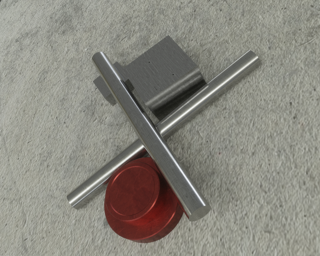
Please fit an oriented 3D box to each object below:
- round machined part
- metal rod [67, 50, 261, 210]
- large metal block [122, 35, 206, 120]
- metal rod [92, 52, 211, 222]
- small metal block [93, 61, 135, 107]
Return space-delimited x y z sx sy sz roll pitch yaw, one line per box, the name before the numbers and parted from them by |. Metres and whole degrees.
round machined part | -0.023 0.078 0.357 0.098 0.042 0.098 -13 56 20
metal rod | 0.004 0.003 0.402 0.300 0.025 0.025 -39 51 1
large metal block | 0.007 -0.068 0.428 0.080 0.050 0.080 -36 51 4
metal rod | -0.028 -0.013 0.394 0.025 0.025 0.300 -37 51 3
small metal block | -0.070 -0.069 0.484 0.050 0.025 0.050 -40 51 0
